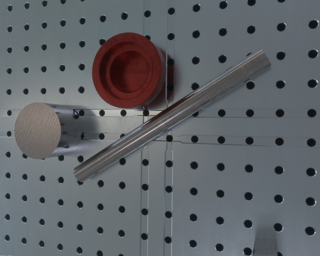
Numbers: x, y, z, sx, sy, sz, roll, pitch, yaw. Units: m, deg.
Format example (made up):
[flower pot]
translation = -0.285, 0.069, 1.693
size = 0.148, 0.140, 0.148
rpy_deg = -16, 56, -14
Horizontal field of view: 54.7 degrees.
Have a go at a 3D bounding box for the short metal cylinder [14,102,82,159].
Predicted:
[short metal cylinder]
translation = -0.164, 0.004, 0.457
size = 0.080, 0.050, 0.079
rpy_deg = 0, 90, 20

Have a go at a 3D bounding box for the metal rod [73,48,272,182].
[metal rod]
translation = 0.004, -0.008, 0.411
size = 0.300, 0.025, 0.025
rpy_deg = -32, 80, 17

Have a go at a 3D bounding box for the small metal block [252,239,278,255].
[small metal block]
translation = 0.124, 0.161, 0.356
size = 0.025, 0.050, 0.050
rpy_deg = -7, 88, 20

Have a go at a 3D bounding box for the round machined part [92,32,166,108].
[round machined part]
translation = -0.038, -0.074, 0.417
size = 0.098, 0.042, 0.097
rpy_deg = 0, 90, 19
